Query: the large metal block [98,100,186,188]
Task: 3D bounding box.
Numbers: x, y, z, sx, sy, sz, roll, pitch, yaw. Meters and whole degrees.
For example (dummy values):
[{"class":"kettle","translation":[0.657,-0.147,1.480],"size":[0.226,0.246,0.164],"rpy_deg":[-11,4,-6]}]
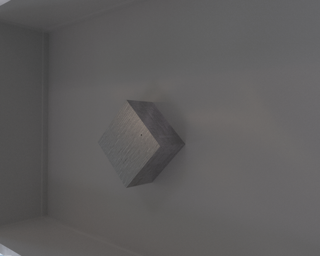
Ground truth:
[{"class":"large metal block","translation":[-0.027,0.020,0.414],"size":[0.080,0.050,0.080],"rpy_deg":[-52,60,27]}]
